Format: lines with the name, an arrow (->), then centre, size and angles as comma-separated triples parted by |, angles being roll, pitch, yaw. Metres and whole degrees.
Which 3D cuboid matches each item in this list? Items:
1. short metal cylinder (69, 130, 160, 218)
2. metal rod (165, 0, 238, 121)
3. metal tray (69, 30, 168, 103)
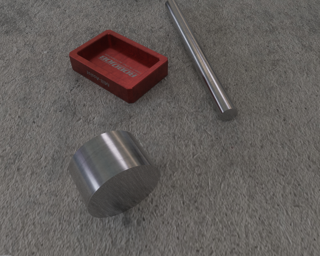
short metal cylinder -> -0.048, 0.049, 0.326 | 0.081, 0.080, 0.050 | -25, 55, -20
metal rod -> 0.057, -0.129, 0.511 | 0.025, 0.025, 0.300 | -11, 51, -9
metal tray -> -0.064, -0.100, 0.483 | 0.130, 0.030, 0.090 | 32, 57, 23
